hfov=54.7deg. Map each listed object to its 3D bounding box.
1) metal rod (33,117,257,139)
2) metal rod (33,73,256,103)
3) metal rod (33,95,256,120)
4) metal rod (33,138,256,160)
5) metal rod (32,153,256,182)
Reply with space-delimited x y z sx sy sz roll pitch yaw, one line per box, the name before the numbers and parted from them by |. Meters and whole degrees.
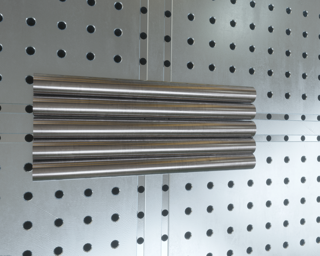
metal rod | -0.005 0.001 0.412 0.303 0.025 0.025 0 90 -21
metal rod | -0.005 -0.050 0.412 0.303 0.025 0.025 0 90 -21
metal rod | -0.005 -0.025 0.412 0.303 0.025 0.025 0 90 -21
metal rod | -0.005 0.026 0.411 0.303 0.025 0.025 0 90 -21
metal rod | -0.006 0.050 0.411 0.303 0.025 0.025 0 90 -21
